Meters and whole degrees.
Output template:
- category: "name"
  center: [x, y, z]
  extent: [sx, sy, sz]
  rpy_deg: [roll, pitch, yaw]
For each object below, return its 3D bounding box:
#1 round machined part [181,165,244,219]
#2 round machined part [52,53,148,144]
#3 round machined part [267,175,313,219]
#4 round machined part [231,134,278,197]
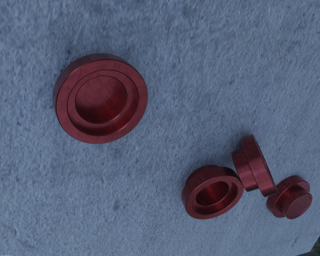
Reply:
- category: "round machined part"
  center: [0.080, 0.098, 0.496]
  extent: [0.099, 0.042, 0.097]
  rpy_deg: [-11, 128, -14]
- category: "round machined part"
  center: [-0.067, -0.034, 0.339]
  extent: [0.099, 0.042, 0.097]
  rpy_deg: [-14, 125, -21]
- category: "round machined part"
  center: [0.275, 0.150, 0.643]
  extent: [0.099, 0.042, 0.097]
  rpy_deg: [-14, 125, -21]
- category: "round machined part"
  center: [0.145, 0.062, 0.486]
  extent: [0.042, 0.098, 0.098]
  rpy_deg: [-23, 132, 17]
